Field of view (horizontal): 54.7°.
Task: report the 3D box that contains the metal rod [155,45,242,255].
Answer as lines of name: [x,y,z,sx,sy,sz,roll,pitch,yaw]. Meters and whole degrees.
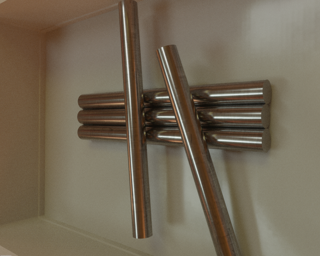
metal rod: [0.049,0.054,0.337,0.025,0.025,0.298,-20,84,38]

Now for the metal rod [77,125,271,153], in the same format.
metal rod: [-0.008,0.010,0.410,0.300,0.025,0.025,1,91,39]

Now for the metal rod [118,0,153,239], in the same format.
metal rod: [-0.032,-0.014,0.396,0.025,0.025,0.298,-7,86,39]

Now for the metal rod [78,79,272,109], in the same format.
metal rod: [-0.007,-0.040,0.409,0.300,0.025,0.025,1,91,39]

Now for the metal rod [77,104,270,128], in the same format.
metal rod: [-0.008,-0.015,0.410,0.300,0.025,0.025,1,91,39]
